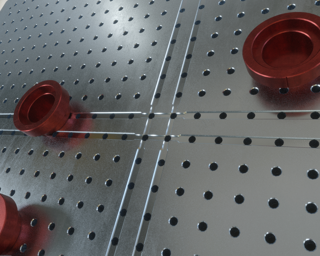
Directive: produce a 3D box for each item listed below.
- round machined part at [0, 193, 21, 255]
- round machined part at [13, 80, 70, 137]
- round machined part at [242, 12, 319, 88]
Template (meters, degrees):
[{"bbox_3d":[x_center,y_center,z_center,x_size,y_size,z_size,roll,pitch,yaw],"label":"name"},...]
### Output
[{"bbox_3d":[-0.237,0.143,0.436,0.098,0.042,0.098,-13,56,21],"label":"round machined part"},{"bbox_3d":[-0.190,-0.028,0.516,0.098,0.042,0.098,-13,56,21],"label":"round machined part"},{"bbox_3d":[0.153,-0.087,0.371,0.098,0.042,0.098,-13,56,21],"label":"round machined part"}]
